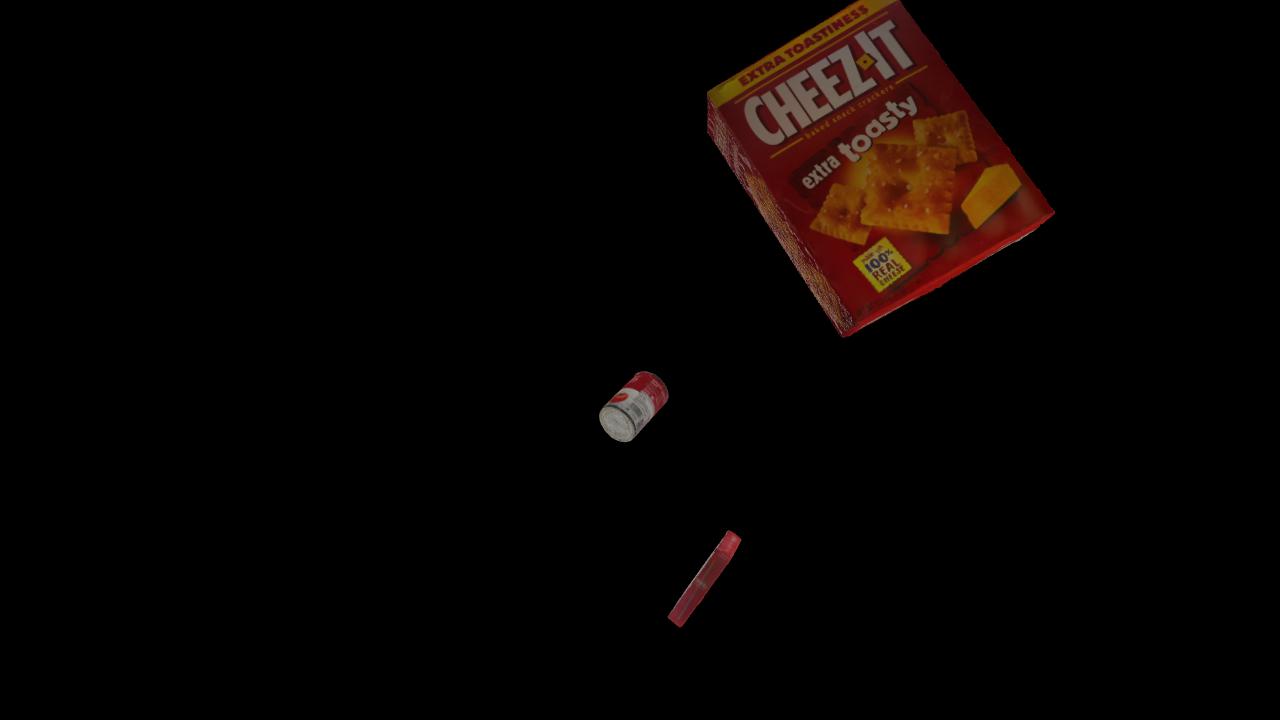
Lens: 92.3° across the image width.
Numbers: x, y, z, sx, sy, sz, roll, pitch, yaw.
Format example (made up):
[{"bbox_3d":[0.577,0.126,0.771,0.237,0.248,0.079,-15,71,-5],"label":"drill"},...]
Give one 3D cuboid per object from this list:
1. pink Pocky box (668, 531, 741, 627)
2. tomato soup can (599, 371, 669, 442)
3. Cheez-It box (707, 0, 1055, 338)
[{"bbox_3d":[0.106,0.355,1.001,0.029,0.155,0.084,35,16,14],"label":"pink Pocky box"},{"bbox_3d":[-0.009,0.072,0.949,0.068,0.068,0.101,0,31,37],"label":"tomato soup can"},{"bbox_3d":[0.178,-0.154,0.487,0.166,0.223,0.071,-29,-11,2],"label":"Cheez-It box"}]
